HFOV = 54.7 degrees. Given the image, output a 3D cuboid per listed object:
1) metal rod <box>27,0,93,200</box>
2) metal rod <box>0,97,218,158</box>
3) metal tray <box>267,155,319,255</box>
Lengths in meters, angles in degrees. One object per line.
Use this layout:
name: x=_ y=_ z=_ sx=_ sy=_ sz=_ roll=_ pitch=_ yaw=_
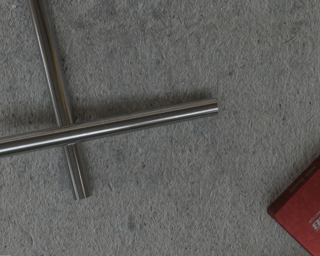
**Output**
metal rod: x=-0.135 y=-0.054 z=0.408 sx=0.025 sy=0.025 sz=0.298 roll=-13 pitch=90 yaw=0
metal rod: x=-0.074 y=0.000 z=0.389 sx=0.302 sy=0.025 sz=0.025 roll=-11 pitch=90 yaw=-9
metal tray: x=0.222 y=0.099 z=0.411 sx=0.090 sy=0.030 sz=0.130 roll=45 pitch=90 yaw=-1
